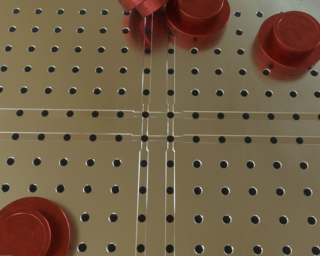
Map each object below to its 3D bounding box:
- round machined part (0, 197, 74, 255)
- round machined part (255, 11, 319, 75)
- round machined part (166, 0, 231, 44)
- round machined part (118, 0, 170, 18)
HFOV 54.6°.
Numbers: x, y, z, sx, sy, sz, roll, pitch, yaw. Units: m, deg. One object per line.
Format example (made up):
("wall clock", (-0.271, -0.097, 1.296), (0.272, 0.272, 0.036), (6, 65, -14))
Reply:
("round machined part", (-0.153, 0.128, 0.355), (0.099, 0.042, 0.098), (0, 70, 0))
("round machined part", (0.193, -0.130, 0.451), (0.099, 0.042, 0.098), (0, 70, 0))
("round machined part", (0.058, -0.180, 0.469), (0.099, 0.042, 0.098), (0, 70, 0))
("round machined part", (-0.011, -0.201, 0.457), (0.098, 0.098, 0.042), (-46, 114, -15))
